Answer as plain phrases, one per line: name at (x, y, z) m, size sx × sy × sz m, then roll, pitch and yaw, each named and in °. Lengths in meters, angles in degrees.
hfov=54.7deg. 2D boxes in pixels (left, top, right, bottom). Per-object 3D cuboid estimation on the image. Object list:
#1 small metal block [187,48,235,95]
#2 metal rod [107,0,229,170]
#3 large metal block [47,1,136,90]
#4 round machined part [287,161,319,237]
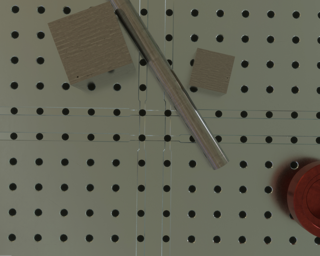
small metal block at (0.067, -0.074, 0.414) m, size 0.050 × 0.025 × 0.050 m, roll 13°, pitch 90°, yaw -1°
metal rod at (0.003, -0.077, 0.413) m, size 0.025 × 0.025 × 0.299 m, roll -32°, pitch 90°, yaw 0°
large metal block at (-0.085, -0.103, 0.400) m, size 0.080 × 0.050 × 0.080 m, roll -20°, pitch 90°, yaw -1°
round machined part at (0.216, 0.091, 0.408) m, size 0.099 × 0.042 × 0.097 m, roll 0°, pitch 90°, yaw -1°
